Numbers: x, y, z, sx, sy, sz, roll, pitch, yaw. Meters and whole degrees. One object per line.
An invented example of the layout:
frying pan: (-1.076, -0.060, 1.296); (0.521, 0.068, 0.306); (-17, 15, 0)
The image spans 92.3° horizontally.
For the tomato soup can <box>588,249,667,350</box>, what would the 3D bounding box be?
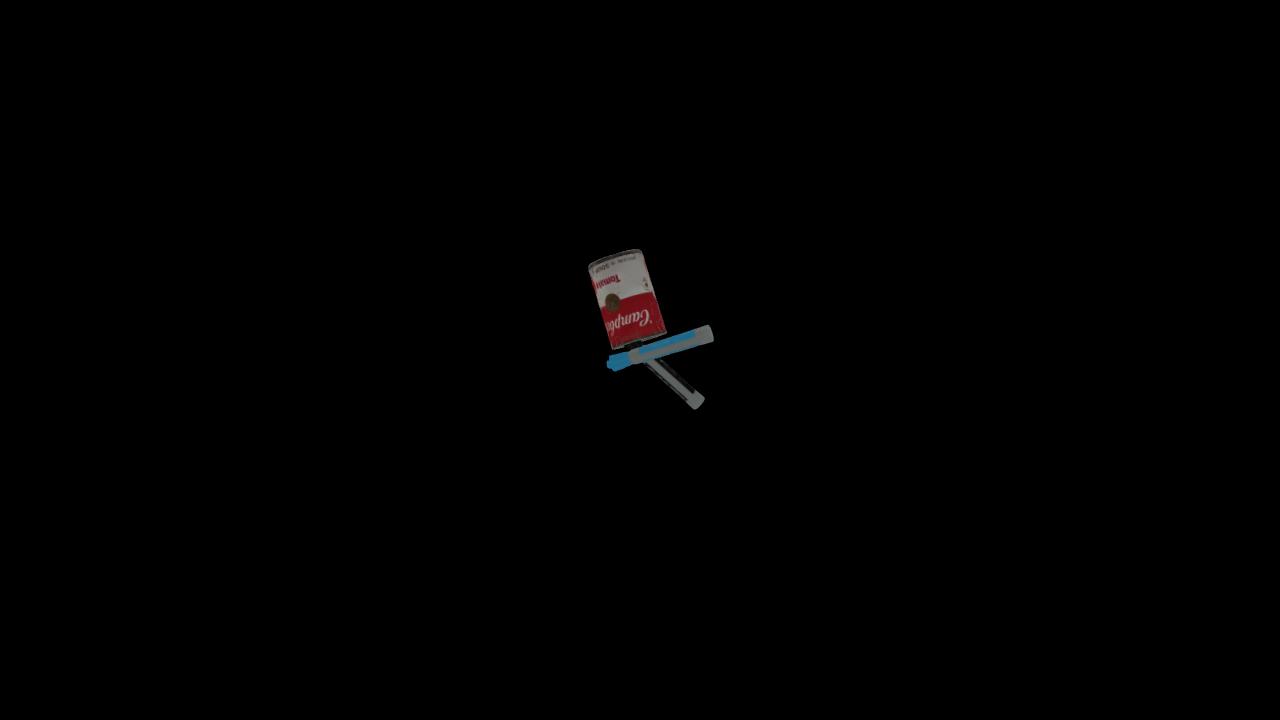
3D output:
tomato soup can: (-0.014, -0.069, 0.708); (0.068, 0.101, 0.068); (-16, -1, 0)

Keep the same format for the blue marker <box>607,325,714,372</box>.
blue marker: (0.019, -0.011, 0.662); (0.121, 0.020, 0.020); (-17, -5, 17)

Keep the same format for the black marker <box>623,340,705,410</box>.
black marker: (0.024, 0.010, 0.698); (0.121, 0.020, 0.020); (42, -6, -7)
